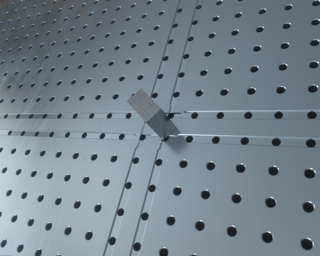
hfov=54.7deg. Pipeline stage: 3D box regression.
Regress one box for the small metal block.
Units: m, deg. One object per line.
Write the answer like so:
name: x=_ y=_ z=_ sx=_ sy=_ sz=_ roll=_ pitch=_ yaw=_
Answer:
small metal block: x=-0.010 y=-0.017 z=0.407 sx=0.025 sy=0.050 sz=0.050 roll=-43 pitch=51 yaw=-1
